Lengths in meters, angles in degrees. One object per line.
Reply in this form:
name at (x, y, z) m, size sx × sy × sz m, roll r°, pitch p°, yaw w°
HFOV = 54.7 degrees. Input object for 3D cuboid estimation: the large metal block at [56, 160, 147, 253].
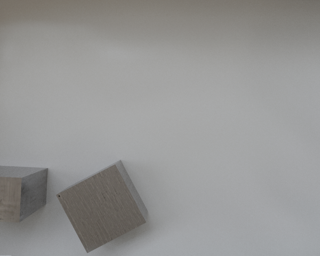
large metal block at (-0.071, 0.097, 0.398) m, size 0.080 × 0.050 × 0.080 m, roll -28°, pitch 90°, yaw 0°

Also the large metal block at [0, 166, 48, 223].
large metal block at (-0.194, 0.078, 0.382) m, size 0.080 × 0.080 × 0.050 m, roll 3°, pitch 90°, yaw 0°
